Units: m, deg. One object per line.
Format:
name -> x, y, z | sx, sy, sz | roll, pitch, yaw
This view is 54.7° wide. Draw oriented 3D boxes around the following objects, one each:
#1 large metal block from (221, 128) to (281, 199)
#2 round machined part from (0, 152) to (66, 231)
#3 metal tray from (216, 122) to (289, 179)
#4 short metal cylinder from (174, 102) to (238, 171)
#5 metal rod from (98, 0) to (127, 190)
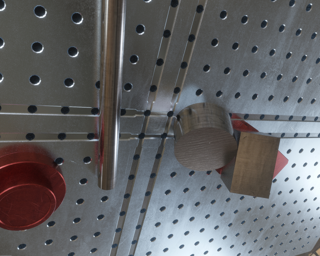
large metal block -> 0.123, 0.045, 0.434 | 0.050, 0.080, 0.079 | 9, 94, 1
round machined part -> -0.160, 0.080, 0.362 | 0.099, 0.042, 0.097 | -14, 124, -21
metal tray -> 0.155, 0.058, 0.528 | 0.130, 0.030, 0.090 | 34, 99, -39
short metal cylinder -> 0.059, 0.013, 0.415 | 0.081, 0.050, 0.079 | 0, 131, 0
metal rod -> -0.055, -0.054, 0.347 | 0.025, 0.025, 0.298 | -7, 122, -25
